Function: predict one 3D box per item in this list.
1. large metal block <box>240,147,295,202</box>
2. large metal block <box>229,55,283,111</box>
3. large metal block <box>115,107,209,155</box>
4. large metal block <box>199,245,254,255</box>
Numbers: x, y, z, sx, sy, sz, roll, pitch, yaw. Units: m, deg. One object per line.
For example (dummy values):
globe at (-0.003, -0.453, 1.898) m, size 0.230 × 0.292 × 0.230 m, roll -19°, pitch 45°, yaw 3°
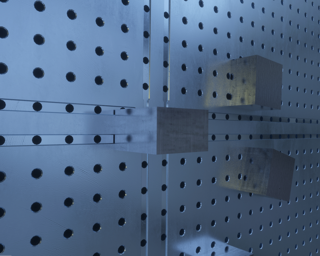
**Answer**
large metal block at (0.197, 0.084, 0.562) m, size 0.080 × 0.050 × 0.080 m, roll 21°, pitch 77°, yaw -38°
large metal block at (0.167, -0.074, 0.536) m, size 0.081 × 0.050 × 0.080 m, roll 5°, pitch 87°, yaw -40°
large metal block at (0.001, 0.003, 0.376) m, size 0.081 × 0.080 × 0.050 m, roll 0°, pitch 90°, yaw -40°
large metal block at (0.100, 0.238, 0.480) m, size 0.081 × 0.050 × 0.079 m, roll 1°, pitch 90°, yaw -40°
